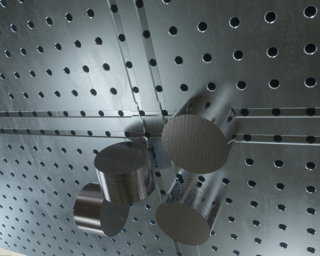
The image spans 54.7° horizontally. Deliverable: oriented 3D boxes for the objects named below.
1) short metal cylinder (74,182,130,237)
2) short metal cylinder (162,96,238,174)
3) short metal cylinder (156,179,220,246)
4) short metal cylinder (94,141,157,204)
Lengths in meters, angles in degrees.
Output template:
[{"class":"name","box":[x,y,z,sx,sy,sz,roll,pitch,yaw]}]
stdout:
[{"class":"short metal cylinder","box":[-0.093,0.131,0.503,0.050,0.080,0.079,1,119,27]},{"class":"short metal cylinder","box":[0.049,0.008,0.373,0.080,0.050,0.079,13,124,20]},{"class":"short metal cylinder","box":[0.041,0.121,0.447,0.080,0.050,0.079,13,124,20]},{"class":"short metal cylinder","box":[-0.048,0.061,0.437,0.080,0.080,0.050,7,121,24]}]
